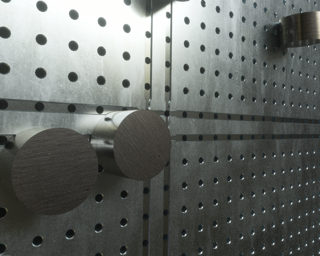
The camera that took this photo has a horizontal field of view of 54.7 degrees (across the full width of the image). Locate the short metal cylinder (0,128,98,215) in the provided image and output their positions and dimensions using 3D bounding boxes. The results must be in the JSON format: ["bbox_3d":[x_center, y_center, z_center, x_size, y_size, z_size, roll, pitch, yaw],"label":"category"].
[{"bbox_3d":[-0.108,0.039,0.302,0.081,0.050,0.079,0,90,-40],"label":"short metal cylinder"}]

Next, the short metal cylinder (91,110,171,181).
[{"bbox_3d":[-0.033,0.019,0.365,0.081,0.050,0.079,0,90,-40],"label":"short metal cylinder"}]

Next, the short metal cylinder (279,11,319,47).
[{"bbox_3d":[0.276,-0.190,0.604,0.081,0.080,0.050,-7,95,-40],"label":"short metal cylinder"}]
